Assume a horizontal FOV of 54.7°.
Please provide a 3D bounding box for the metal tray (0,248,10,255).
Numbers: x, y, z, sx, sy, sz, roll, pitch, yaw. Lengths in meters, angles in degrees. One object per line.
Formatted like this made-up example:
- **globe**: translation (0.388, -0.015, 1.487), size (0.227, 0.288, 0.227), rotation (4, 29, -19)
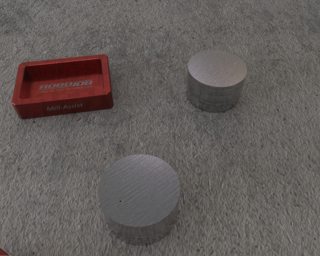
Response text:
- **metal tray**: translation (-0.124, 0.173, 0.253), size (0.130, 0.030, 0.090), rotation (26, 55, 20)

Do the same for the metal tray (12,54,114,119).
- **metal tray**: translation (-0.138, -0.063, 0.451), size (0.131, 0.030, 0.090), rotation (-7, 50, -7)

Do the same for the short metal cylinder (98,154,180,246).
- **short metal cylinder**: translation (-0.020, 0.075, 0.324), size (0.081, 0.050, 0.080), rotation (0, 50, 0)

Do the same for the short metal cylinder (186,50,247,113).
- **short metal cylinder**: translation (0.079, -0.068, 0.444), size (0.081, 0.050, 0.080), rotation (0, 50, 0)
